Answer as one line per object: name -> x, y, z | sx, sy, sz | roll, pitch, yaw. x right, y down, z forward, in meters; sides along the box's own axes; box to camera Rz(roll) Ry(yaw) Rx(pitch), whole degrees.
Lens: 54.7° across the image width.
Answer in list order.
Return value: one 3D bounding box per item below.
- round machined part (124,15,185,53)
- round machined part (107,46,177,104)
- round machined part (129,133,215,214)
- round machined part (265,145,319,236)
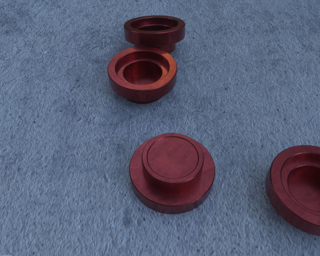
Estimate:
round machined part -> -0.008, -0.150, 0.508 | 0.099, 0.042, 0.098 | -1, 35, 1
round machined part -> -0.025, -0.073, 0.453 | 0.099, 0.042, 0.098 | 0, 50, 0
round machined part -> 0.014, 0.044, 0.355 | 0.099, 0.042, 0.098 | 0, 50, 0
round machined part -> 0.164, 0.070, 0.335 | 0.099, 0.042, 0.098 | 0, 50, 0
